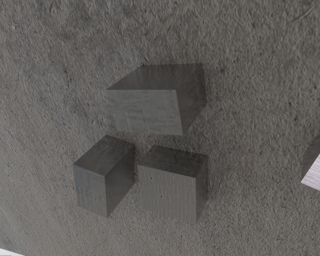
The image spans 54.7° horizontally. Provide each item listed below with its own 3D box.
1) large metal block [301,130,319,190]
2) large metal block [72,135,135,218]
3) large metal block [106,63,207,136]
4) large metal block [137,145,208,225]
[{"bbox_3d":[0.198,0.028,0.304,0.080,0.050,0.079,24,127,13],"label":"large metal block"},{"bbox_3d":[-0.079,0.069,0.456,0.050,0.080,0.079,16,125,19],"label":"large metal block"},{"bbox_3d":[0.000,-0.035,0.349,0.080,0.080,0.050,3,120,26],"label":"large metal block"},{"bbox_3d":[0.020,0.076,0.428,0.080,0.050,0.079,10,123,23],"label":"large metal block"}]
